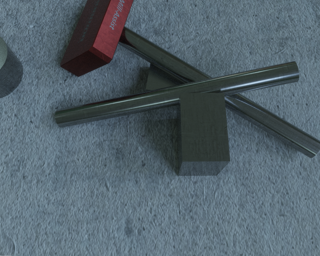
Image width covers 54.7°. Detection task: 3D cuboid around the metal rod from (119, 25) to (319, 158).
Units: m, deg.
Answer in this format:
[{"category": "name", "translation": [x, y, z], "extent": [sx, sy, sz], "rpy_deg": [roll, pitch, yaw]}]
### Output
[{"category": "metal rod", "translation": [0.069, -0.051, 0.405], "extent": [0.301, 0.025, 0.025], "rpy_deg": [32, 73, 5]}]

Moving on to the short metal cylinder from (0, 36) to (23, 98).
[{"category": "short metal cylinder", "translation": [-0.238, -0.085, 0.423], "extent": [0.081, 0.050, 0.080], "rpy_deg": [0, 70, 0]}]

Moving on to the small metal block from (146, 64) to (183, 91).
[{"category": "small metal block", "translation": [0.009, -0.067, 0.433], "extent": [0.050, 0.025, 0.050], "rpy_deg": [8, 70, 3]}]

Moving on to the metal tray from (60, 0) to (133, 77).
[{"category": "metal tray", "translation": [-0.084, -0.141, 0.425], "extent": [0.030, 0.090, 0.130], "rpy_deg": [30, 66, -35]}]

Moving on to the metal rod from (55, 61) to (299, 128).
[{"category": "metal rod", "translation": [0.013, -0.039, 0.388], "extent": [0.301, 0.025, 0.025], "rpy_deg": [-10, 70, 9]}]

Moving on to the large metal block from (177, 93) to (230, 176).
[{"category": "large metal block", "translation": [0.048, 0.011, 0.376], "extent": [0.050, 0.080, 0.080], "rpy_deg": [0, 70, -1]}]
